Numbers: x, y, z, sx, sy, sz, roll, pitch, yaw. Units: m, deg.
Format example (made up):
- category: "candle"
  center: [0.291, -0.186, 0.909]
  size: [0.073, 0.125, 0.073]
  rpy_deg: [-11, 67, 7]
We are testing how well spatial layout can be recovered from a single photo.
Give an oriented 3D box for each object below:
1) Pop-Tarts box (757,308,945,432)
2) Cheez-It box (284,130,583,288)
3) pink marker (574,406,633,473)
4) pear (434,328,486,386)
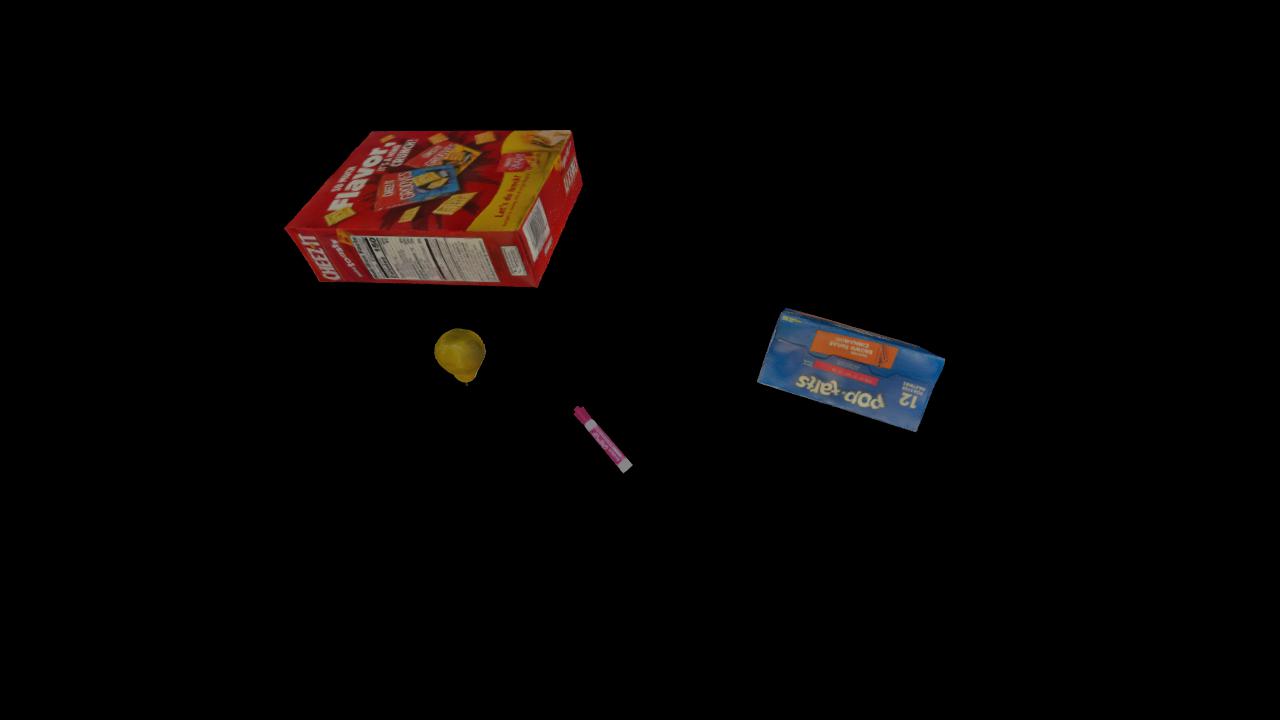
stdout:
- category: "Pop-Tarts box"
  center: [0.228, 0.003, 0.688]
  size: [0.167, 0.083, 0.141]
  rpy_deg: [17, 11, 13]
- category: "Cheez-It box"
  center: [-0.182, -0.146, 0.575]
  size: [0.223, 0.166, 0.071]
  rpy_deg: [3, -42, 12]
- category: "pink marker"
  center: [-0.057, 0.116, 0.915]
  size: [0.020, 0.121, 0.020]
  rpy_deg: [-41, -8, -7]
- category: "pear"
  center: [-0.285, 0.006, 0.996]
  size: [0.080, 0.111, 0.080]
  rpy_deg: [-6, 37, 4]
